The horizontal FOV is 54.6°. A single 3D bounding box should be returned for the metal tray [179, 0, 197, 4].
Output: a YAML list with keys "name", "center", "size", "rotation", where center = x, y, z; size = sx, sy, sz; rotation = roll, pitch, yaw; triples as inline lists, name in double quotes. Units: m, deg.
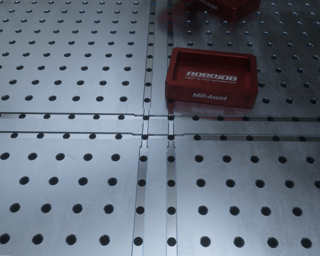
- name: "metal tray"
  center: [0.063, -0.299, 0.616]
  size: [0.090, 0.030, 0.131]
  rotation: [32, 57, 24]

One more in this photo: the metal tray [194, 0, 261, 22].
- name: "metal tray"
  center: [0.128, -0.269, 0.631]
  size: [0.090, 0.030, 0.130]
  rotation: [-35, 58, -26]

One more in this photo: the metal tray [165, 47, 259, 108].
- name: "metal tray"
  center: [0.078, -0.079, 0.470]
  size: [0.131, 0.030, 0.090]
  rotation: [7, 50, 6]
